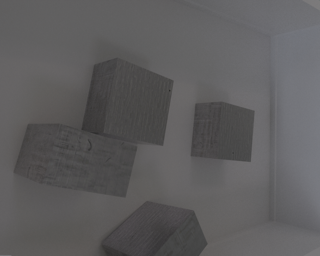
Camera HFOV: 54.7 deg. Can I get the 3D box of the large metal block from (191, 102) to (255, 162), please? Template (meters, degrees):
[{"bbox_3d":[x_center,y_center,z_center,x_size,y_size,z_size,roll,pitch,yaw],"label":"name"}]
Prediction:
[{"bbox_3d":[0.096,0.008,0.471,0.081,0.050,0.080,9,84,-40],"label":"large metal block"}]

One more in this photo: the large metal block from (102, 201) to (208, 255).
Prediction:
[{"bbox_3d":[-0.006,0.136,0.362,0.080,0.080,0.050,-37,113,-39],"label":"large metal block"}]

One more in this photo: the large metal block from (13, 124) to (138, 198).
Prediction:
[{"bbox_3d":[-0.083,0.031,0.302,0.080,0.080,0.050,20,77,-38],"label":"large metal block"}]

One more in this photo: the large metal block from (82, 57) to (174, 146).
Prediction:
[{"bbox_3d":[-0.036,-0.026,0.360,0.081,0.050,0.080,15,80,-39],"label":"large metal block"}]
